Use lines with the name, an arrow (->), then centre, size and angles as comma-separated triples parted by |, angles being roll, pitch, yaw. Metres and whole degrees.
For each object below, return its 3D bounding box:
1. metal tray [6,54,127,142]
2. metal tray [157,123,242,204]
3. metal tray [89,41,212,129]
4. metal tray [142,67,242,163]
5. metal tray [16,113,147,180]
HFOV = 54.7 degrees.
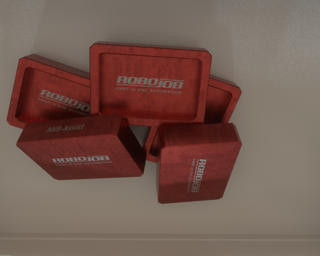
metal tray -> -0.116, -0.029, 0.393 | 0.131, 0.030, 0.089 | 18, 109, -7
metal tray -> 0.043, 0.049, 0.391 | 0.091, 0.030, 0.129 | -3, 139, -5
metal tray -> -0.012, -0.049, 0.356 | 0.131, 0.030, 0.089 | 3, 110, -2
metal tray -> 0.037, -0.009, 0.404 | 0.091, 0.030, 0.129 | 18, 109, -7
metal tray -> -0.093, 0.028, 0.379 | 0.130, 0.030, 0.090 | -5, 141, 18
